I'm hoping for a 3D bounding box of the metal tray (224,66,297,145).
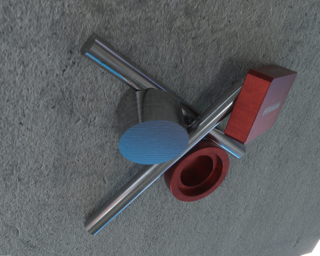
[{"bbox_3d":[0.141,-0.036,0.423,0.131,0.030,0.089,-19,132,-53],"label":"metal tray"}]

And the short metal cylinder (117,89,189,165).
[{"bbox_3d":[-0.010,0.000,0.370,0.081,0.050,0.080,-6,138,-5],"label":"short metal cylinder"}]

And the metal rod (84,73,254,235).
[{"bbox_3d":[0.008,0.041,0.416,0.300,0.025,0.025,-43,130,10],"label":"metal rod"}]

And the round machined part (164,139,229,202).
[{"bbox_3d":[0.050,0.058,0.461,0.099,0.042,0.097,-14,124,-21],"label":"round machined part"}]

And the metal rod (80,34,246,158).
[{"bbox_3d":[0.027,-0.024,0.410,0.301,0.025,0.025,31,101,-38],"label":"metal rod"}]
